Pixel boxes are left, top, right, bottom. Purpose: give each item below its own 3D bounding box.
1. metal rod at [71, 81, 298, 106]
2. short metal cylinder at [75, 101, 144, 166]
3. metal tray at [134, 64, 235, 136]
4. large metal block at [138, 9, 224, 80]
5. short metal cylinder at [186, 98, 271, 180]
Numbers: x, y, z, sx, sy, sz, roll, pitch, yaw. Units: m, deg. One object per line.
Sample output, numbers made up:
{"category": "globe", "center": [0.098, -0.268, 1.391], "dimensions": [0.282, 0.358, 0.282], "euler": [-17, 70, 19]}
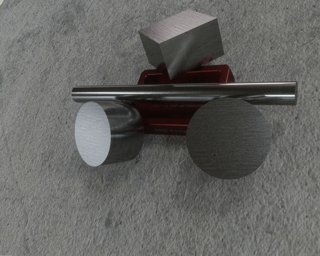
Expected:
{"category": "metal rod", "center": [0.008, -0.043, 0.389], "dimensions": [0.300, 0.025, 0.025], "euler": [3, 63, 29]}
{"category": "short metal cylinder", "center": [-0.066, 0.006, 0.396], "dimensions": [0.080, 0.050, 0.079], "euler": [4, 96, 45]}
{"category": "metal tray", "center": [0.026, -0.036, 0.411], "dimensions": [0.130, 0.030, 0.090], "euler": [2, 63, 29]}
{"category": "large metal block", "center": [0.027, -0.116, 0.418], "dimensions": [0.080, 0.050, 0.080], "euler": [-26, 34, -9]}
{"category": "short metal cylinder", "center": [0.069, 0.012, 0.325], "dimensions": [0.080, 0.050, 0.080], "euler": [-1, 84, 9]}
